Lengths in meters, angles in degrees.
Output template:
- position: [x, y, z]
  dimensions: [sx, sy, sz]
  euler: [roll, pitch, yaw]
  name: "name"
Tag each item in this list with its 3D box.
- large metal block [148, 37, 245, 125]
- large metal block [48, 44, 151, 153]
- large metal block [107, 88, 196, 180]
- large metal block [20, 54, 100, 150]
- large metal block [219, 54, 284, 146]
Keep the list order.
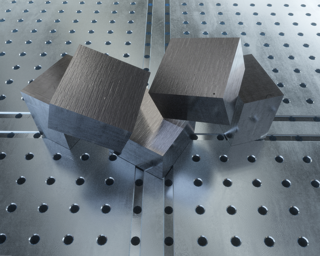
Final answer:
- position: [0.044, -0.054, 0.347]
  dimensions: [0.080, 0.050, 0.080]
  euler: [7, 62, 25]
  name: "large metal block"
- position: [-0.064, -0.030, 0.331]
  dimensions: [0.080, 0.050, 0.080]
  euler: [20, 57, -10]
  name: "large metal block"
- position: [-0.010, 0.004, 0.387]
  dimensions: [0.080, 0.050, 0.080]
  euler: [26, 54, 19]
  name: "large metal block"
- position: [-0.118, -0.034, 0.398]
  dimensions: [0.050, 0.080, 0.080]
  euler: [24, 54, 18]
  name: "large metal block"
- position: [0.106, -0.036, 0.404]
  dimensions: [0.050, 0.080, 0.080]
  euler: [-13, 51, -11]
  name: "large metal block"
